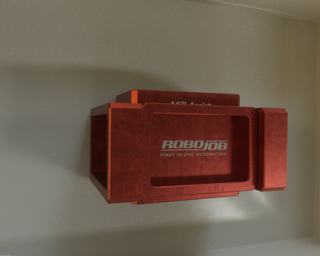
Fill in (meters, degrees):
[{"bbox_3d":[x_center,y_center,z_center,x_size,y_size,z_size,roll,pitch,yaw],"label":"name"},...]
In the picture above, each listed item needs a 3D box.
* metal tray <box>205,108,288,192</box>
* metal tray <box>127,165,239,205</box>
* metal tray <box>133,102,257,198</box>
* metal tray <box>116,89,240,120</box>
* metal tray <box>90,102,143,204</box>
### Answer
[{"bbox_3d":[0.101,0.022,0.389,0.030,0.130,0.089,1,90,-20],"label":"metal tray"},{"bbox_3d":[0.018,0.064,0.379,0.131,0.090,0.030,0,90,-20],"label":"metal tray"},{"bbox_3d":[0.039,0.021,0.324,0.131,0.030,0.089,1,89,-20],"label":"metal tray"},{"bbox_3d":[0.019,-0.025,0.380,0.131,0.090,0.030,0,91,-20],"label":"metal tray"},{"bbox_3d":[-0.052,0.021,0.334,0.030,0.130,0.089,1,91,-20],"label":"metal tray"}]
